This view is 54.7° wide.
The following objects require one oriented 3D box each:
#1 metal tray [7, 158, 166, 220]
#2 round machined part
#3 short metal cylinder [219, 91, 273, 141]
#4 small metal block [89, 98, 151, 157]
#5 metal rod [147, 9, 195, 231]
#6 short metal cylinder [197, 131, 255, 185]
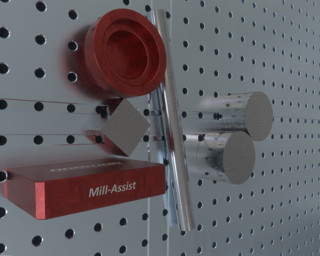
[{"bbox_3d":[-0.070,0.053,0.308,0.131,0.090,0.030,-2,92,-40],"label":"metal tray"},{"bbox_3d":[-0.043,-0.083,0.359,0.099,0.042,0.097,4,83,-40],"label":"round machined part"},{"bbox_3d":[0.143,-0.019,0.514,0.081,0.050,0.079,0,90,-40],"label":"short metal cylinder"},{"bbox_3d":[-0.047,-0.001,0.371,0.050,0.025,0.050,48,62,-30],"label":"small metal block"},{"bbox_3d":[0.017,-0.005,0.423,0.025,0.025,0.298,-14,99,-39],"label":"metal rod"},{"bbox_3d":[0.103,0.044,0.480,0.081,0.050,0.079,0,91,-40],"label":"short metal cylinder"}]
